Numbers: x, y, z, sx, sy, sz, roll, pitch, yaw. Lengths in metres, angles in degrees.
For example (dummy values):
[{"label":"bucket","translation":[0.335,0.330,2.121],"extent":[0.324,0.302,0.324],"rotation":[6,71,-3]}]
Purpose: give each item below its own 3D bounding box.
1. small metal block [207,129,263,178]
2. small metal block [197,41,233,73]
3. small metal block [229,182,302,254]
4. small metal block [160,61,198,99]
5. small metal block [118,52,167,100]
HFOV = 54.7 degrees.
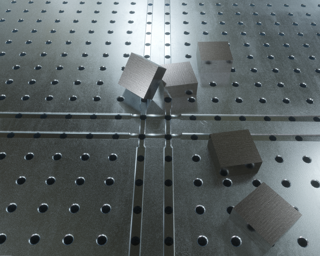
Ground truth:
[{"label":"small metal block","translation":[0.091,0.031,0.383],"extent":[0.050,0.025,0.050],"rotation":[-7,50,-6]},{"label":"small metal block","translation":[0.088,-0.116,0.507],"extent":[0.050,0.025,0.050],"rotation":[-1,50,-2]},{"label":"small metal block","translation":[0.111,0.094,0.330],"extent":[0.050,0.025,0.050],"rotation":[-32,57,-24]},{"label":"small metal block","translation":[0.026,-0.073,0.469],"extent":[0.050,0.025,0.050],"rotation":[-8,51,-7]},{"label":"small metal block","translation":[-0.026,-0.075,0.452],"extent":[0.050,0.050,0.025],"rotation":[32,15,24]}]
